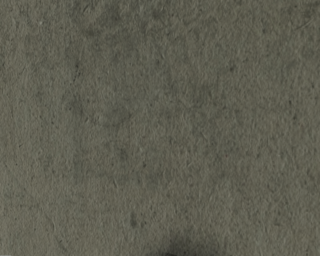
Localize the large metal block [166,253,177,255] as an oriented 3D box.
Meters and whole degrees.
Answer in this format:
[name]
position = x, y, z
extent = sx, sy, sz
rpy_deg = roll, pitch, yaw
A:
[large metal block]
position = 0.032, 0.215, 0.384
extent = 0.080, 0.050, 0.079
rpy_deg = 12, 94, 19
